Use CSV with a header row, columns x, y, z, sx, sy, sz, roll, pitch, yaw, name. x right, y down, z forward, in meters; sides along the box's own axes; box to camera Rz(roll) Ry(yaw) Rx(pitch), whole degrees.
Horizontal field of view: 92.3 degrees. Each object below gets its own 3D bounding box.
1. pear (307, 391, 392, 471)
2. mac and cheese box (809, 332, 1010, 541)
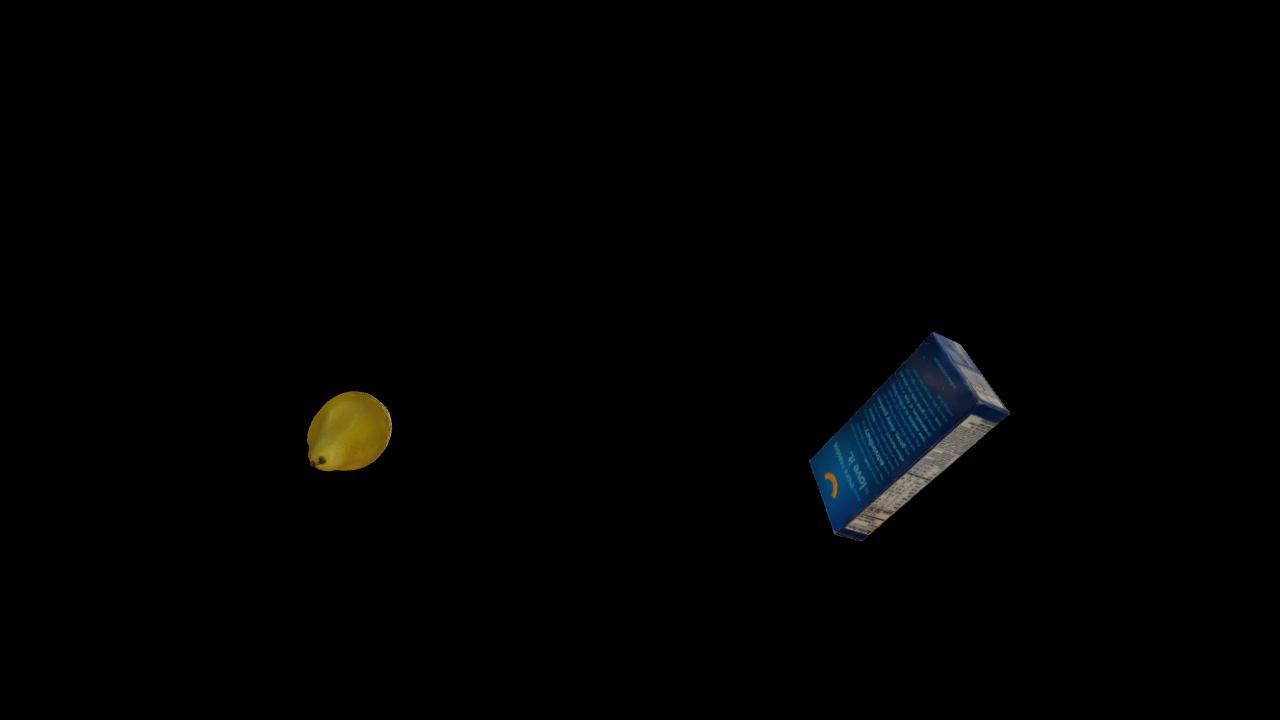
x,y,z,sx,sy,sz,roll,pitch,yaw,name
-0.289,0.082,0.594,0.080,0.080,0.111,0,29,4,pear
0.233,0.073,0.560,0.041,0.184,0.093,18,36,-19,mac and cheese box
